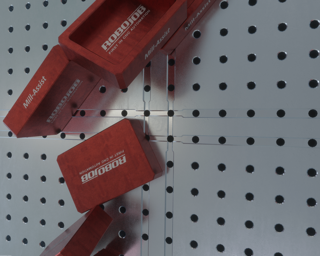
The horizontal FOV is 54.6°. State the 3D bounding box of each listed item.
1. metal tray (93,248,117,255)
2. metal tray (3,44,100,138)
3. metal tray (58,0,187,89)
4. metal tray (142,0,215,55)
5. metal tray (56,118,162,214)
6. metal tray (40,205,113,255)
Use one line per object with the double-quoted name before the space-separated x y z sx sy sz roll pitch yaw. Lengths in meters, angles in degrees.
"metal tray" -0.104 0.240 0.415 0.030 0.090 0.129 22 97 19
"metal tray" -0.142 -0.046 0.428 0.030 0.090 0.130 43 103 12
"metal tray" -0.040 -0.117 0.360 0.090 0.030 0.130 32 71 17
"metal tray" 0.017 -0.174 0.404 0.090 0.030 0.130 45 104 14
"metal tray" -0.073 0.053 0.436 0.130 0.030 0.090 -28 81 17
"metal tray" -0.127 0.166 0.408 0.030 0.090 0.130 46 117 -5
